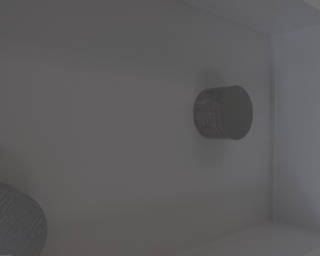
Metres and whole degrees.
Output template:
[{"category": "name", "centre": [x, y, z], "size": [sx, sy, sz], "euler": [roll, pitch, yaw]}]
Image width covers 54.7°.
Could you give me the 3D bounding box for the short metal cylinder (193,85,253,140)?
[{"category": "short metal cylinder", "centre": [0.097, -0.022, 0.471], "size": [0.081, 0.050, 0.080], "euler": [0, 90, -40]}]

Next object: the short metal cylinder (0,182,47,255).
[{"category": "short metal cylinder", "centre": [-0.147, 0.089, 0.267], "size": [0.081, 0.050, 0.080], "euler": [0, 90, -40]}]
